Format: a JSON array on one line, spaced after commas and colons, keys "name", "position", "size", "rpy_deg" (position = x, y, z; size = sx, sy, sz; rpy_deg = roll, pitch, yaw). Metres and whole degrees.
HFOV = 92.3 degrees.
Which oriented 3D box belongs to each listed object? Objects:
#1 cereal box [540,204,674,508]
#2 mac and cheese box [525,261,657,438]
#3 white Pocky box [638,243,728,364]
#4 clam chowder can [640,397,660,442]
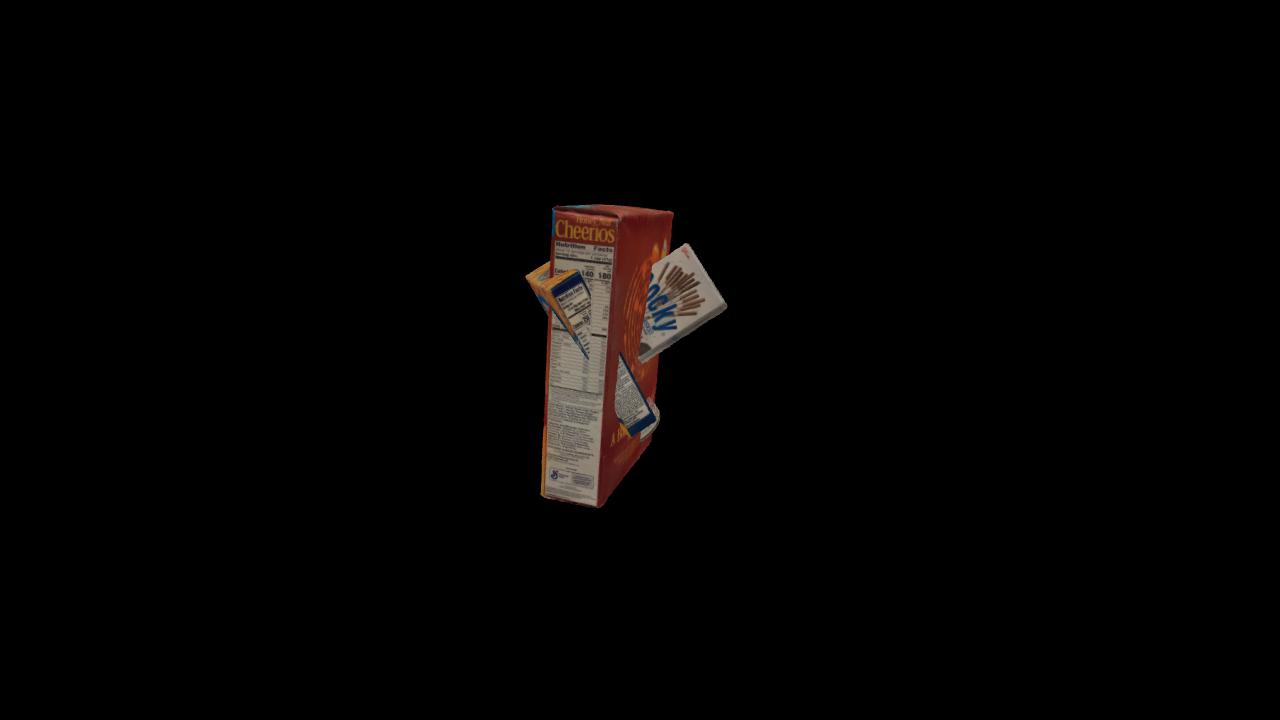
[{"name": "cereal box", "position": [-0.033, -0.018, 0.694], "size": [0.081, 0.306, 0.203], "rpy_deg": [9, 17, 15]}, {"name": "mac and cheese box", "position": [-0.050, -0.012, 0.643], "size": [0.041, 0.184, 0.093], "rpy_deg": [-33, 25, -12]}, {"name": "white Pocky box", "position": [0.010, -0.051, 0.676], "size": [0.154, 0.084, 0.028], "rpy_deg": [-33, -15, 13]}, {"name": "clam chowder can", "position": [-0.028, 0.046, 0.740], "size": [0.068, 0.102, 0.068], "rpy_deg": [-25, 31, 16]}]
